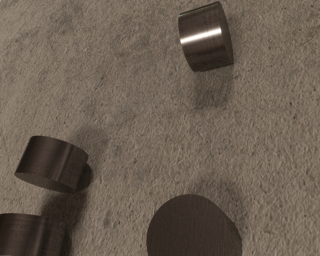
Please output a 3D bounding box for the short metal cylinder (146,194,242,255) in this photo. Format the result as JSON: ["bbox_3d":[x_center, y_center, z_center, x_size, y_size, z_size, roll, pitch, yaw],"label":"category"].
[{"bbox_3d":[0.034,0.111,0.301,0.080,0.050,0.080,-13,56,20],"label":"short metal cylinder"}]

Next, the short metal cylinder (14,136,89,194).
[{"bbox_3d":[-0.142,0.050,0.410,0.080,0.080,0.050,0,62,28],"label":"short metal cylinder"}]

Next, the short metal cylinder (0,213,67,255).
[{"bbox_3d":[-0.156,0.136,0.365,0.080,0.080,0.050,-9,58,23],"label":"short metal cylinder"}]

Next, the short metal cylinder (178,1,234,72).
[{"bbox_3d":[0.062,-0.119,0.408,0.050,0.080,0.080,-11,57,22],"label":"short metal cylinder"}]
